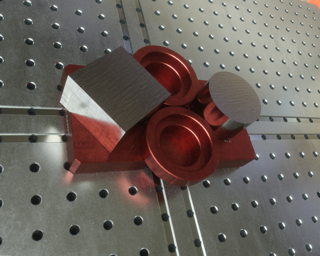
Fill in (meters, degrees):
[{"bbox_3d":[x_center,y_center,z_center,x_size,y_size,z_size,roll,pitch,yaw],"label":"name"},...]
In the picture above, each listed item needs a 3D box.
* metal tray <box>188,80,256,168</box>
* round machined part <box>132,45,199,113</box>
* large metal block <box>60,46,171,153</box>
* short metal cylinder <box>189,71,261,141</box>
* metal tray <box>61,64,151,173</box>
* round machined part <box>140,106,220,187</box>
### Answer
[{"bbox_3d":[0.076,-0.008,0.448,0.091,0.030,0.130,1,61,-28],"label":"metal tray"},{"bbox_3d":[0.000,-0.061,0.423,0.099,0.042,0.098,14,56,-21],"label":"round machined part"},{"bbox_3d":[-0.049,-0.033,0.347,0.080,0.050,0.080,45,51,3],"label":"large metal block"},{"bbox_3d":[0.087,-0.029,0.417,0.081,0.050,0.080,14,56,-21],"label":"short metal cylinder"},{"bbox_3d":[-0.067,-0.013,0.376,0.091,0.030,0.130,1,61,-29],"label":"metal tray"},{"bbox_3d":[0.021,0.025,0.381,0.099,0.042,0.098,14,56,-21],"label":"round machined part"}]
